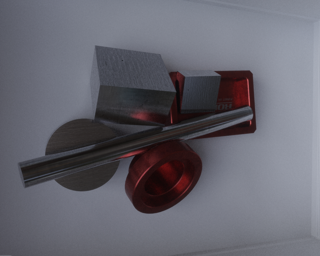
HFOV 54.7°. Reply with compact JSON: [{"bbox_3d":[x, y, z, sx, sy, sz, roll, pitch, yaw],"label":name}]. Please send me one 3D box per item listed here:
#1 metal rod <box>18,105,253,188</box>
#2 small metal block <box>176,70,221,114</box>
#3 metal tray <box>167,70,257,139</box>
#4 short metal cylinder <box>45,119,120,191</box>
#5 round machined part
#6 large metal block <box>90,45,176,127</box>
[{"bbox_3d":[-0.003,0.012,0.365,0.303,0.025,0.025,-15,95,-31],"label":"metal rod"},{"bbox_3d":[0.048,-0.048,0.405,0.050,0.025,0.050,-5,118,-20],"label":"small metal block"},{"bbox_3d":[0.069,-0.033,0.432,0.131,0.030,0.089,-5,92,-20],"label":"metal tray"},{"bbox_3d":[-0.091,0.029,0.362,0.081,0.050,0.079,0,90,-21],"label":"short metal cylinder"},{"bbox_3d":[0.000,0.056,0.384,0.099,0.042,0.097,-21,133,-24],"label":"round machined part"},{"bbox_3d":[-0.035,-0.049,0.359,0.081,0.080,0.050,3,131,-19],"label":"large metal block"}]
